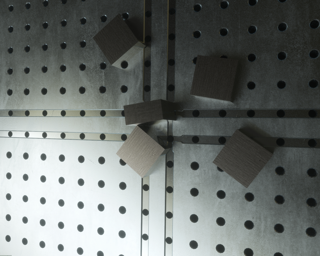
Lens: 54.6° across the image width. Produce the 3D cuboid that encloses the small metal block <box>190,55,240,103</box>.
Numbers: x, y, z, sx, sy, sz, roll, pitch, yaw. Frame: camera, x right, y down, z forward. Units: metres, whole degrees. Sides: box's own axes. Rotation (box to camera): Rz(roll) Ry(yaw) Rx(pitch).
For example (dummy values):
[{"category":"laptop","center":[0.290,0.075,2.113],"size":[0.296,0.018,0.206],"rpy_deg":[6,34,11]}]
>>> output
[{"category":"small metal block","center":[0.069,-0.061,0.388],"size":[0.050,0.025,0.050],"rpy_deg":[12,94,19]}]

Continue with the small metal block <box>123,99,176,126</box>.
[{"category":"small metal block","center":[-0.012,-0.019,0.404],"size":[0.050,0.050,0.025],"rpy_deg":[-8,87,20]}]

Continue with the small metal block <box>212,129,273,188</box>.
[{"category":"small metal block","center":[0.101,0.036,0.377],"size":[0.050,0.025,0.050],"rpy_deg":[37,102,16]}]

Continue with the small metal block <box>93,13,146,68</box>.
[{"category":"small metal block","center":[-0.057,-0.121,0.433],"size":[0.050,0.025,0.050],"rpy_deg":[-37,78,16]}]

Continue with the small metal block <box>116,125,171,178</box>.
[{"category":"small metal block","center":[-0.023,0.031,0.421],"size":[0.050,0.025,0.050],"rpy_deg":[40,103,15]}]
